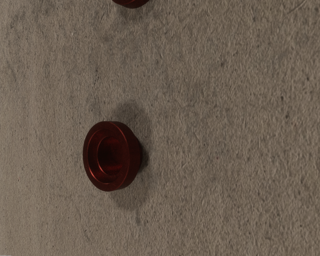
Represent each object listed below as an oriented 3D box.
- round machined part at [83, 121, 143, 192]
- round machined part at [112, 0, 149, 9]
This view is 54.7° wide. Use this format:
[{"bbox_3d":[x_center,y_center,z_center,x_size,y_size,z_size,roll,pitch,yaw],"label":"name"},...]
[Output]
[{"bbox_3d":[-0.064,0.039,0.444,0.098,0.042,0.097,0,90,39],"label":"round machined part"},{"bbox_3d":[-0.045,-0.221,0.429,0.098,0.042,0.097,0,90,39],"label":"round machined part"}]
